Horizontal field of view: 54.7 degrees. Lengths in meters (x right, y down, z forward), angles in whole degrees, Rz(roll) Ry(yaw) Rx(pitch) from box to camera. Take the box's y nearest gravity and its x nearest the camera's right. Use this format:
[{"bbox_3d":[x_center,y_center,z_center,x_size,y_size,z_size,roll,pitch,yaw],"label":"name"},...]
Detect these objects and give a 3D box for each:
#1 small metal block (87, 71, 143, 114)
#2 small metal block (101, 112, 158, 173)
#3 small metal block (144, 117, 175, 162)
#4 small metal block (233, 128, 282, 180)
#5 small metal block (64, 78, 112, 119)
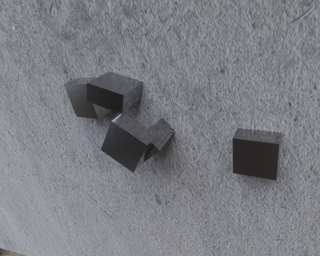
[{"bbox_3d":[-0.056,-0.046,0.391,0.050,0.050,0.025,20,123,16],"label":"small metal block"},{"bbox_3d":[-0.038,0.018,0.374,0.050,0.025,0.050,34,128,9],"label":"small metal block"},{"bbox_3d":[-0.014,0.019,0.410,0.025,0.050,0.050,47,129,-5],"label":"small metal block"},{"bbox_3d":[0.114,0.030,0.365,0.050,0.025,0.050,7,122,24],"label":"small metal block"},{"bbox_3d":[-0.099,-0.042,0.427,0.050,0.025,0.050,7,123,40],"label":"small metal block"}]
